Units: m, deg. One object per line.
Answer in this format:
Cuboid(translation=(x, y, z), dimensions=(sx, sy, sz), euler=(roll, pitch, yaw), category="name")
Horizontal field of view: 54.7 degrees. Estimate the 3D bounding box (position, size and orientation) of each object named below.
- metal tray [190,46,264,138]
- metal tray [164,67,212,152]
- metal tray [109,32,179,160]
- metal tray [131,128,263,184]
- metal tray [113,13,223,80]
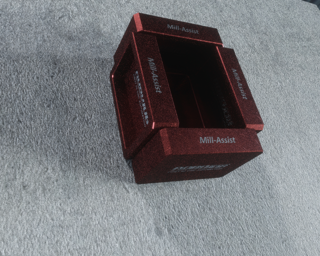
Cuboid(translation=(0.083, -0.036, 0.432), dimensions=(0.030, 0.090, 0.130), euler=(1, 61, -28), category="metal tray")
Cuboid(translation=(0.016, -0.023, 0.426), dimensions=(0.091, 0.030, 0.130), euler=(1, 61, -28), category="metal tray")
Cuboid(translation=(-0.025, -0.037, 0.374), dimensions=(0.030, 0.090, 0.130), euler=(1, 61, -28), category="metal tray")
Cuboid(translation=(0.043, 0.034, 0.367), dimensions=(0.131, 0.090, 0.030), euler=(1, 62, -28), category="metal tray")
Cuboid(translation=(0.011, -0.107, 0.436), dimensions=(0.131, 0.090, 0.030), euler=(1, 62, -28), category="metal tray")
